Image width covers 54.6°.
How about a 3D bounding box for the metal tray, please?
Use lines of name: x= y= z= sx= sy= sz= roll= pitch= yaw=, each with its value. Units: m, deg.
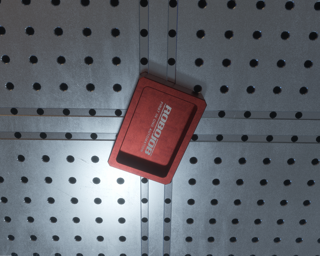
metal tray: x=-0.006 y=0.003 z=0.411 sx=0.090 sy=0.030 sz=0.129 roll=20 pitch=109 yaw=-8
